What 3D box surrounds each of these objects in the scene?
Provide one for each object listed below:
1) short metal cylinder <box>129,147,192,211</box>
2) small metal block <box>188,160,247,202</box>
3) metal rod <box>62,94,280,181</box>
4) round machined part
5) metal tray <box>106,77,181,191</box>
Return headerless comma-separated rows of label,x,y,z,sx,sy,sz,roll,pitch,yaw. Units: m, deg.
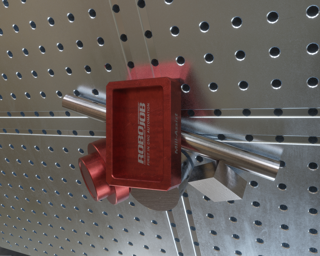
short metal cylinder,-0.001,0.068,0.433,0.080,0.050,0.079,13,124,21
small metal block,0.073,0.069,0.397,0.050,0.025,0.050,38,147,-18
metal rod,0.001,0.006,0.409,0.301,0.025,0.025,18,126,17
round machined part,-0.086,0.068,0.452,0.098,0.042,0.097,43,145,42
metal tray,-0.021,0.007,0.380,0.090,0.030,0.129,0,89,27
